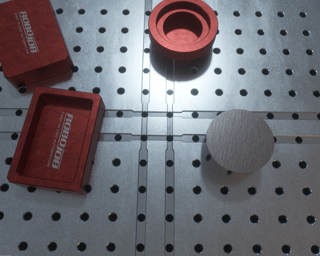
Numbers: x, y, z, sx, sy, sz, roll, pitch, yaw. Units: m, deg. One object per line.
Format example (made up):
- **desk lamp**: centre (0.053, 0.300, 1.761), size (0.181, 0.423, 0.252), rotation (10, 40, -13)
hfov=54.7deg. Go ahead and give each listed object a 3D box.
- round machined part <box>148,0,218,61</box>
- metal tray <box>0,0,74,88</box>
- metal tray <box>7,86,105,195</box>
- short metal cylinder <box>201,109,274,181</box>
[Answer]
- **round machined part**: centre (0.033, -0.140, 0.454), size (0.099, 0.042, 0.098), rotation (0, 70, 0)
- **metal tray**: centre (-0.191, -0.132, 0.456), size (0.091, 0.030, 0.130), rotation (-21, 71, -8)
- **metal tray**: centre (-0.130, 0.014, 0.402), size (0.091, 0.030, 0.130), rotation (8, 70, 2)
- **short metal cylinder**: centre (0.095, 0.022, 0.391), size (0.081, 0.050, 0.080), rotation (0, 70, 0)
